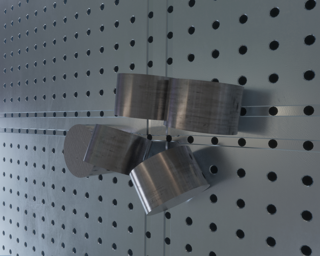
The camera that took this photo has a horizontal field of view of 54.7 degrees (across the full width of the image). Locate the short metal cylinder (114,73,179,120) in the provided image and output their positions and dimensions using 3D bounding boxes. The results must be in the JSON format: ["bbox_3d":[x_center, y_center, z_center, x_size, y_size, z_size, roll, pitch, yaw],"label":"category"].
[{"bbox_3d":[-0.015,-0.038,0.386,0.080,0.081,0.050,10,96,39],"label":"short metal cylinder"}]

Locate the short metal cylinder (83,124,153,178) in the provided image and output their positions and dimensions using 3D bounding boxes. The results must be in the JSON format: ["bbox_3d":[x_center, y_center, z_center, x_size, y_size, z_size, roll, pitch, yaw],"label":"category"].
[{"bbox_3d":[-0.055,0.031,0.412,0.080,0.080,0.050,12,82,39],"label":"short metal cylinder"}]

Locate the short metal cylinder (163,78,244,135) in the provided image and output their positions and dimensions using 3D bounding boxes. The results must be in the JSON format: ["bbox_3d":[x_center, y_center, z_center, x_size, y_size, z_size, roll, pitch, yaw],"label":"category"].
[{"bbox_3d":[0.047,-0.024,0.335,0.080,0.081,0.050,12,98,39],"label":"short metal cylinder"}]

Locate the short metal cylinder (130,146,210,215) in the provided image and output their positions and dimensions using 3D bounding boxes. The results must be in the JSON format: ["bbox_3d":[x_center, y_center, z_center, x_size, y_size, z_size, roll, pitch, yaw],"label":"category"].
[{"bbox_3d":[0.011,0.062,0.365,0.080,0.081,0.050,-40,66,33],"label":"short metal cylinder"}]

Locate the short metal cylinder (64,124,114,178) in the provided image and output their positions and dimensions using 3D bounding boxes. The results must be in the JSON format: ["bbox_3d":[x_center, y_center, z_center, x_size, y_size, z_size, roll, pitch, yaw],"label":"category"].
[{"bbox_3d":[-0.104,0.034,0.479,0.080,0.050,0.079,0,90,40],"label":"short metal cylinder"}]
